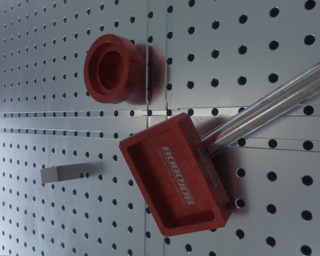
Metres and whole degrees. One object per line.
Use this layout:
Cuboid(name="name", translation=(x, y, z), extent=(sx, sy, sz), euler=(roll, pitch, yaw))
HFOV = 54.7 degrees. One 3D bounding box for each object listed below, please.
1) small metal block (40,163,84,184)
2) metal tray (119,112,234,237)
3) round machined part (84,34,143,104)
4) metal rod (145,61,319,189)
Cuboid(name="small metal block", translation=(-0.168, 0.078, 0.531), extent=(0.050, 0.050, 0.025), euler=(-14, 82, 39))
Cuboid(name="metal tray", translation=(0.017, 0.057, 0.363), extent=(0.090, 0.030, 0.129), euler=(-24, 93, 34))
Cuboid(name="round machined part", translation=(-0.064, -0.083, 0.451), extent=(0.098, 0.042, 0.097), euler=(0, 90, 40))
Cuboid(name="metal rod", translation=(0.081, 0.002, 0.342), extent=(0.299, 0.025, 0.025), euler=(-37, 68, 34))
